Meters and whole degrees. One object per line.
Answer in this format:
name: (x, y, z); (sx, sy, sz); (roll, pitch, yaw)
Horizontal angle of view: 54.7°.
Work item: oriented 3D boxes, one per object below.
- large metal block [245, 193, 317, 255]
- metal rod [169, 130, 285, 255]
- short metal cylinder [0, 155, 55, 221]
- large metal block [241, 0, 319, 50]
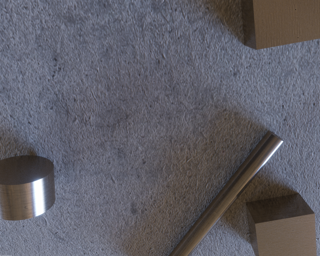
large metal block: (0.176, 0.150, 0.454); (0.080, 0.050, 0.079); (-11, 110, 3)
metal rod: (0.077, 0.130, 0.458); (0.025, 0.025, 0.299); (30, 107, -11)
short metal cylinder: (-0.181, 0.076, 0.406); (0.081, 0.080, 0.050); (4, 110, -2)
large metal block: (0.138, -0.138, 0.348); (0.080, 0.050, 0.079); (-10, 110, 3)
